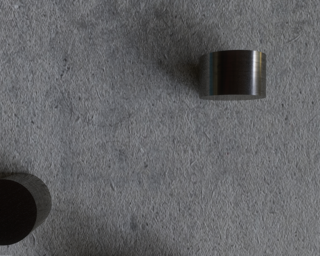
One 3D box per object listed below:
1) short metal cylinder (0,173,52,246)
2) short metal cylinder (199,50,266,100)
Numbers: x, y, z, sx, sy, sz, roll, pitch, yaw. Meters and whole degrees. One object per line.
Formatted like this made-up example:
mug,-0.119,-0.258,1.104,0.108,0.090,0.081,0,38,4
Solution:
short metal cylinder,-0.188,0.101,0.396,0.081,0.050,0.080,0,90,0
short metal cylinder,0.089,-0.062,0.383,0.081,0.080,0.050,0,90,0
